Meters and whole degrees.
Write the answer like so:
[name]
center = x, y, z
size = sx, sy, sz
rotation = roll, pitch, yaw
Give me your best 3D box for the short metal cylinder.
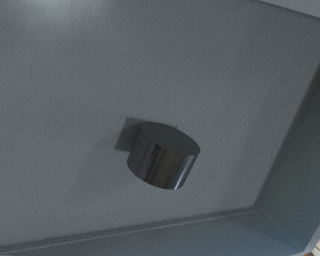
[short metal cylinder]
center = 0.004, 0.034, 0.395
size = 0.081, 0.080, 0.050
rotation = 10, 113, -33
